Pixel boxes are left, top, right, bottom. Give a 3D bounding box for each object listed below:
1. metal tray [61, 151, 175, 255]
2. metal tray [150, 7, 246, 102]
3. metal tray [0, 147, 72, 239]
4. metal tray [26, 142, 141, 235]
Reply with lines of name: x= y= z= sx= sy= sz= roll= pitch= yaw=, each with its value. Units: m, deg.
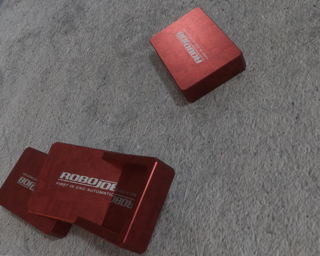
metal tray: x=-0.051 y=0.075 z=0.346 sx=0.130 sy=0.030 sz=0.090 roll=0 pitch=61 yaw=48
metal tray: x=0.049 y=-0.108 z=0.441 sx=0.090 sy=0.030 sz=0.130 roll=-32 pitch=52 yaw=7
metal tray: x=-0.163 y=0.085 z=0.434 sx=0.130 sy=0.030 sz=0.090 roll=14 pitch=69 yaw=33
metal tray: x=-0.081 y=0.072 z=0.375 sx=0.131 sy=0.030 sz=0.090 roll=9 pitch=65 yaw=12
